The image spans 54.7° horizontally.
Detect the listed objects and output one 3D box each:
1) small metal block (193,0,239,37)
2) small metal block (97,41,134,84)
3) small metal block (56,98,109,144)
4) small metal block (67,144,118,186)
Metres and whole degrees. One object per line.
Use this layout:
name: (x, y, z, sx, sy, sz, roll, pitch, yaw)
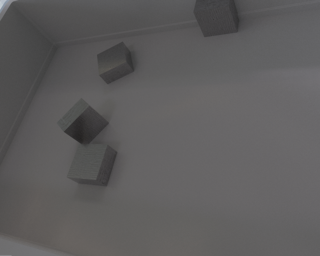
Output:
small metal block: (0.082, -0.161, 0.445, 0.050, 0.050, 0.025, 0, 62, 28)
small metal block: (-0.074, -0.107, 0.511, 0.050, 0.025, 0.050, -23, 53, 14)
small metal block: (-0.112, -0.007, 0.453, 0.050, 0.050, 0.025, -47, 51, -4)
small metal block: (-0.092, 0.050, 0.424, 0.050, 0.025, 0.050, 0, 62, 28)
